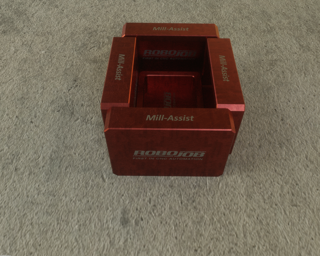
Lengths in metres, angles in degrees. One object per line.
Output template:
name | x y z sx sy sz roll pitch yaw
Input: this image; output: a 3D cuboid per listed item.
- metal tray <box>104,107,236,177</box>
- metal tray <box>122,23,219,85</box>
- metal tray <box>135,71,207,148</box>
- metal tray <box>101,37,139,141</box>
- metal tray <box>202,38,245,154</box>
metal tray | 0.010 0.018 0.346 0.131 0.089 0.030 1 50 0
metal tray | 0.014 -0.105 0.450 0.131 0.089 0.030 1 50 0
metal tray | 0.014 -0.024 0.422 0.091 0.030 0.130 1 50 0
metal tray | -0.047 -0.044 0.398 0.030 0.089 0.130 1 50 0
metal tray | 0.075 -0.042 0.398 0.030 0.089 0.130 1 50 0
